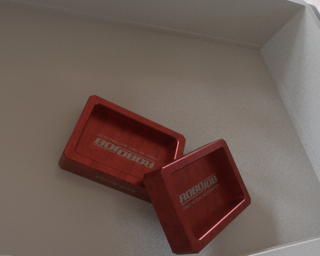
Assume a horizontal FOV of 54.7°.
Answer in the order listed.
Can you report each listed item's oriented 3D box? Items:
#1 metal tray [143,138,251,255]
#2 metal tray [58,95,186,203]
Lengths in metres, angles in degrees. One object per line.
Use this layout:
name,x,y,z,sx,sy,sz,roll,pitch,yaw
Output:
metal tray,0.049,0.072,0.357,0.131,0.030,0.090,-19,84,-48
metal tray,-0.039,0.027,0.366,0.131,0.030,0.090,25,53,-14
